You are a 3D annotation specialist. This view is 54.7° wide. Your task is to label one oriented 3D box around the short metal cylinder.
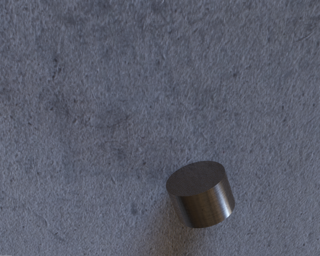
[{"bbox_3d":[0.054,0.086,0.413,0.080,0.080,0.050,-18,109,6],"label":"short metal cylinder"}]
